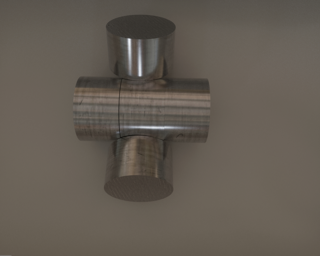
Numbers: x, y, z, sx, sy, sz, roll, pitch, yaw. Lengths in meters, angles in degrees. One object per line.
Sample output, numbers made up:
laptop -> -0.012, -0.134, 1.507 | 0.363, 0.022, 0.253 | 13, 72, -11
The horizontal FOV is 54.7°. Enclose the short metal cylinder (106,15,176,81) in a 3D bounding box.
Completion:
short metal cylinder -> -0.023, -0.099, 0.375 | 0.081, 0.080, 0.050 | 2, 128, 0

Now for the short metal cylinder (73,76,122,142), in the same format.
short metal cylinder -> -0.071, -0.023, 0.382 | 0.050, 0.080, 0.080 | 1, 90, 0

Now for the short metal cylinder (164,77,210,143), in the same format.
short metal cylinder -> 0.031, -0.022, 0.383 | 0.050, 0.080, 0.080 | 1, 90, 0

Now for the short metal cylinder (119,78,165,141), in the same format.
short metal cylinder -> -0.020, -0.023, 0.382 | 0.050, 0.080, 0.080 | 1, 90, 0

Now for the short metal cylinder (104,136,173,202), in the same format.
short metal cylinder -> -0.025, 0.051, 0.375 | 0.081, 0.080, 0.050 | 0, 56, 0
